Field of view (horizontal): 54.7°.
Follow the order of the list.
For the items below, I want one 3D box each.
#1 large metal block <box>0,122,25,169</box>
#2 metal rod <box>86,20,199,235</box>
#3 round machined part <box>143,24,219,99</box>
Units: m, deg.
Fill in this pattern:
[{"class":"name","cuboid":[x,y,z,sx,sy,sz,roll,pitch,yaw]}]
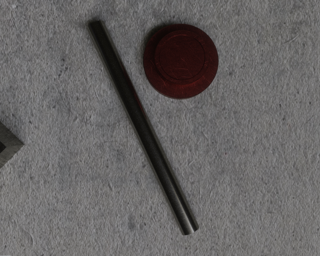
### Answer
[{"class":"large metal block","cuboid":[-0.241,0.023,0.394,0.080,0.050,0.080,44,90,-1]},{"class":"metal rod","cuboid":[-0.022,0.000,0.409,0.025,0.025,0.299,-25,90,0]},{"class":"round machined part","cuboid":[0.027,-0.087,0.402,0.099,0.042,0.097,0,90,-1]}]
